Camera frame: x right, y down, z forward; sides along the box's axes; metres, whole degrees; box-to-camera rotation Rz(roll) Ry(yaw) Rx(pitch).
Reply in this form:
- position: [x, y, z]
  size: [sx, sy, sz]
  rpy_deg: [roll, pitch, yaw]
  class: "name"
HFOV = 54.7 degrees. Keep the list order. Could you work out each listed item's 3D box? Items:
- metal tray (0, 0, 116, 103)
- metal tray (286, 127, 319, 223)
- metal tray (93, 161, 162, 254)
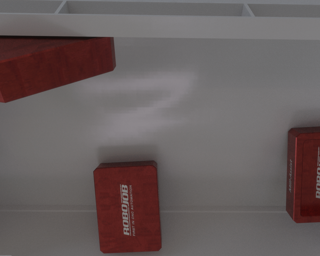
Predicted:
- position: [-0.106, -0.077, 0.255]
  size: [0.091, 0.130, 0.030]
  rpy_deg: [-23, 136, -26]
  class: "metal tray"
- position: [0.225, 0.064, 0.425]
  size: [0.091, 0.030, 0.129]
  rpy_deg: [-3, 103, 3]
  class: "metal tray"
- position: [-0.046, 0.117, 0.460]
  size: [0.091, 0.030, 0.129]
  rpy_deg: [-3, 97, 1]
  class: "metal tray"
